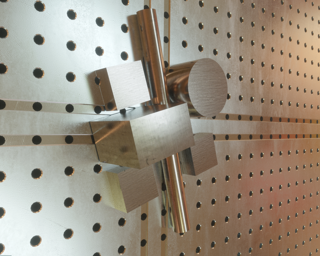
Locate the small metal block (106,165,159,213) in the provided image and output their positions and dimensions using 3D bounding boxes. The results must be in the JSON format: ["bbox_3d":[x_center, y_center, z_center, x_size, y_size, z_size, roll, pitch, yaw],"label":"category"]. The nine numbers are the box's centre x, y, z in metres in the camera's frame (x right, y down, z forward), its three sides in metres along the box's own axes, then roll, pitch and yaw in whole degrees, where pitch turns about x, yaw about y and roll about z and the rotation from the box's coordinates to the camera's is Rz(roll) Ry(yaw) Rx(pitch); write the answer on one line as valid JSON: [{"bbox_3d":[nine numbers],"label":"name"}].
[{"bbox_3d":[-0.033,0.069,0.383,0.050,0.025,0.050,-20,103,-38],"label":"small metal block"}]

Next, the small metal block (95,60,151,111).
[{"bbox_3d":[-0.044,-0.051,0.374,0.050,0.025,0.050,-22,104,-38],"label":"small metal block"}]

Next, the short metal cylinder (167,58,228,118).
[{"bbox_3d":[0.050,-0.055,0.436,0.081,0.050,0.079,0,90,-40],"label":"short metal cylinder"}]

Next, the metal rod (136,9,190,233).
[{"bbox_3d":[0.006,-0.003,0.416,0.025,0.025,0.298,-16,100,-39],"label":"metal rod"}]

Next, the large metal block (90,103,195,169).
[{"bbox_3d":[-0.020,0.006,0.356,0.081,0.080,0.050,-20,103,-39],"label":"large metal block"}]

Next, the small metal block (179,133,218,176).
[{"bbox_3d":[0.056,0.037,0.459,0.050,0.025,0.050,-19,102,-39],"label":"small metal block"}]
